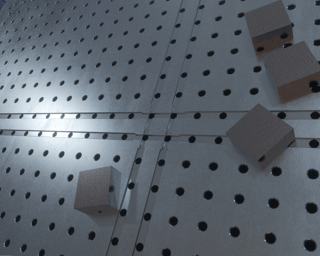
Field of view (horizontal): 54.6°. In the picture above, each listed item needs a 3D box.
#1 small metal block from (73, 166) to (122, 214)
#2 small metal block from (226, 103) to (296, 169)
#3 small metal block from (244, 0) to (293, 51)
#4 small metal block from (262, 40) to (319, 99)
[{"bbox_3d":[-0.080,0.080,0.402,0.050,0.025,0.050,-12,56,21],"label":"small metal block"},{"bbox_3d":[0.111,0.008,0.345,0.050,0.025,0.050,-42,51,-1],"label":"small metal block"},{"bbox_3d":[0.145,-0.138,0.417,0.050,0.025,0.050,-16,55,19],"label":"small metal block"},{"bbox_3d":[0.157,-0.069,0.369,0.050,0.025,0.050,-21,54,15],"label":"small metal block"}]
